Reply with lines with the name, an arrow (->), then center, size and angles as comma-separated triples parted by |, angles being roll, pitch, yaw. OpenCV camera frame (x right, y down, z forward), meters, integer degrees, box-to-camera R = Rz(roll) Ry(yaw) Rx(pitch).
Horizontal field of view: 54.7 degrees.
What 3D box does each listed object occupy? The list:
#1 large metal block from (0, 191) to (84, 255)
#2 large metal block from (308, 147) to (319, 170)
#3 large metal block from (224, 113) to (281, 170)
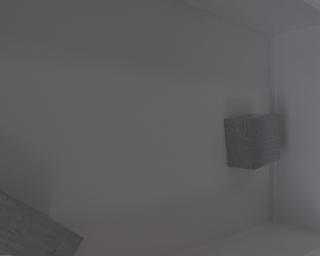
large metal block -> -0.127, 0.090, 0.265 | 0.080, 0.080, 0.050 | 44, 64, -32
large metal block -> 0.398, 0.069, 0.706 | 0.081, 0.080, 0.050 | 1, 90, -40
large metal block -> 0.156, 0.020, 0.521 | 0.081, 0.050, 0.079 | -10, 97, -40
